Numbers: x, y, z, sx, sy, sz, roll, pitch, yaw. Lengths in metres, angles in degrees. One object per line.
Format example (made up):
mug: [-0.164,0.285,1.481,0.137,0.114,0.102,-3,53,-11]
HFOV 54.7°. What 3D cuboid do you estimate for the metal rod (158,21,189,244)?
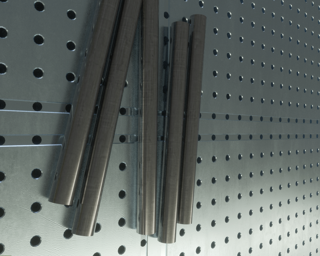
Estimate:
metal rod: [0.019,0.004,0.426,0.025,0.025,0.298,6,86,-40]

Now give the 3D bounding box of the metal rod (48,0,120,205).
metal rod: [-0.075,-0.067,0.347,0.025,0.025,0.299,19,78,-39]

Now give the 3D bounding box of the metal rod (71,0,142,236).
metal rod: [-0.058,-0.030,0.361,0.025,0.025,0.299,17,79,-39]

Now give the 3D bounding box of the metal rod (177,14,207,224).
metal rod: [0.045,-0.015,0.448,0.025,0.025,0.298,8,85,-40]

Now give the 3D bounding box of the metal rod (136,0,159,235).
metal rod: [-0.016,-0.016,0.397,0.025,0.025,0.298,1,89,-40]
